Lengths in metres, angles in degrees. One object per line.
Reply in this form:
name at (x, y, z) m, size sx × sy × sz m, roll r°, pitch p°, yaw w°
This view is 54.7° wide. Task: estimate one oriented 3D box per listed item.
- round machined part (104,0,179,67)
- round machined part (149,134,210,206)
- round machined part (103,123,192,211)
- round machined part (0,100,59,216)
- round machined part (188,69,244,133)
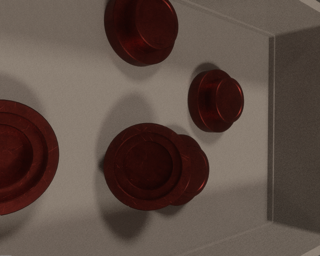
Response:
round machined part at (-0.015, -0.128, 0.384) m, size 0.099 × 0.042 × 0.097 m, roll 0°, pitch 90°, yaw -40°
round machined part at (0.030, 0.057, 0.423) m, size 0.099 × 0.042 × 0.097 m, roll 0°, pitch 90°, yaw -40°
round machined part at (-0.014, 0.044, 0.365) m, size 0.099 × 0.042 × 0.097 m, roll 0°, pitch 86°, yaw -1°
round machined part at (-0.146, 0.025, 0.274) m, size 0.099 × 0.042 × 0.097 m, roll 0°, pitch 90°, yaw -40°
round machined part at (0.092, -0.042, 0.475) m, size 0.099 × 0.042 × 0.097 m, roll 0°, pitch 90°, yaw -40°
